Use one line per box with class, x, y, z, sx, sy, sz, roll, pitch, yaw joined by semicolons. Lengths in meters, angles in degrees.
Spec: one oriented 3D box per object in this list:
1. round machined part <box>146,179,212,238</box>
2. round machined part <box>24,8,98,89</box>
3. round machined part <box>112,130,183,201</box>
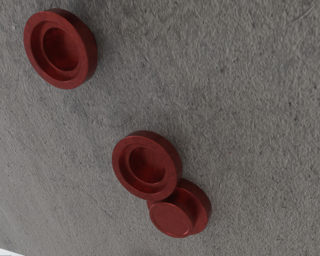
round machined part;0.023;0.124;0.460;0.098;0.042;0.097;13;124;21
round machined part;-0.120;-0.102;0.396;0.098;0.042;0.097;13;124;21
round machined part;-0.014;0.048;0.428;0.098;0.042;0.097;11;116;23
